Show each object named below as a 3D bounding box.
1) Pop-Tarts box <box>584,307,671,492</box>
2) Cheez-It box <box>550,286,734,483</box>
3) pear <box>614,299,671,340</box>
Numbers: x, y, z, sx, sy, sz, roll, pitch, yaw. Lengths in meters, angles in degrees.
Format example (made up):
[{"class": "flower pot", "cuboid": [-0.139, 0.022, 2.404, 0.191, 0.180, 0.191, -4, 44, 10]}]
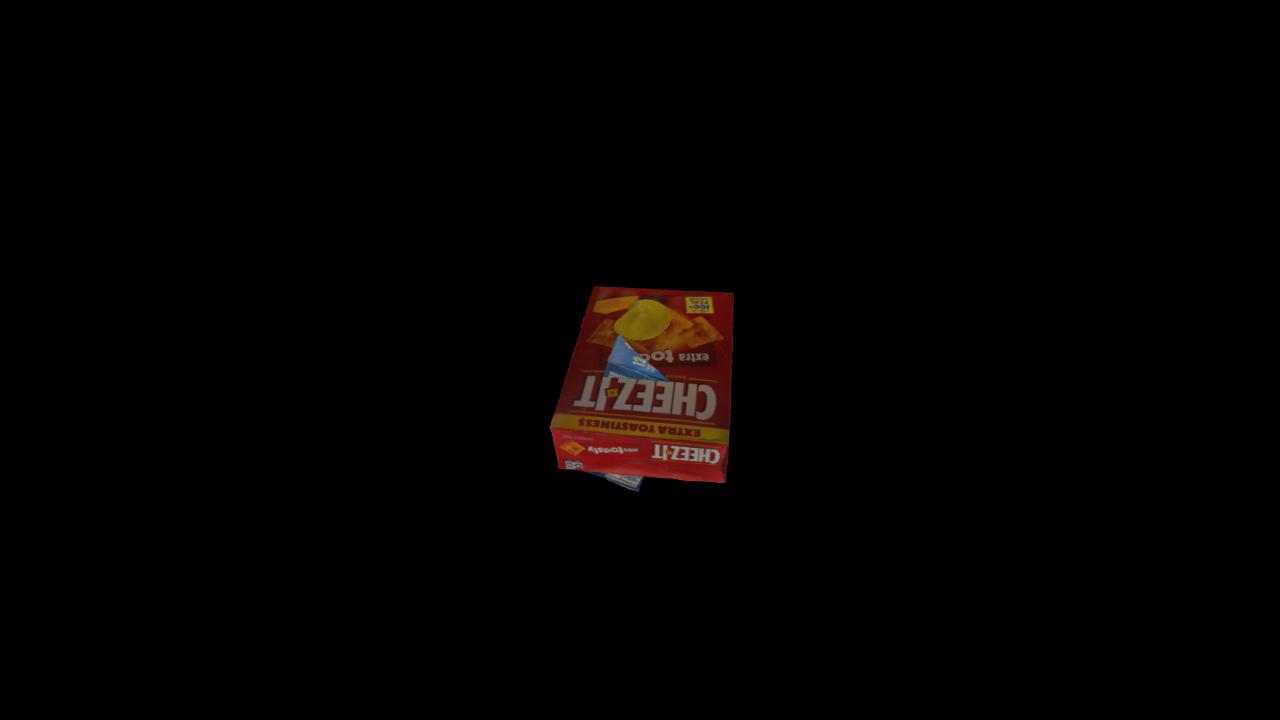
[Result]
[{"class": "Pop-Tarts box", "cuboid": [-0.006, 0.034, 0.693, 0.083, 0.141, 0.167, 19, 27, -3]}, {"class": "Cheez-It box", "cuboid": [0.012, 0.016, 0.644, 0.166, 0.071, 0.223, 4, 44, 7]}, {"class": "pear", "cuboid": [0.019, -0.012, 0.675, 0.080, 0.111, 0.080, -41, 13, 11]}]
